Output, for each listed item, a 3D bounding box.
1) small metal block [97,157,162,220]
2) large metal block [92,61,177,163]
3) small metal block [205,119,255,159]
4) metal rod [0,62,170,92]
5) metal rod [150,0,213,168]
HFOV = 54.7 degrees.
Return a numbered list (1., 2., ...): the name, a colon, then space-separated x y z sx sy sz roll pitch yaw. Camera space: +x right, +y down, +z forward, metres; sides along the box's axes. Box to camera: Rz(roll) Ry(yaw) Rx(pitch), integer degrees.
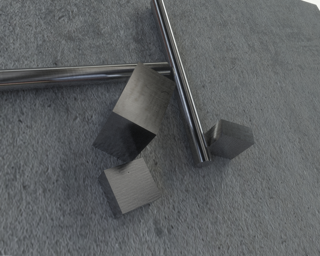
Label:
1. small metal block: -0.034 0.067 0.346 0.050 0.025 0.050 -16 70 -35
2. large metal block: -0.030 -0.016 0.363 0.050 0.080 0.080 29 52 -11
3. small metal block: 0.093 0.017 0.429 0.050 0.050 0.025 15 53 -21
4. metal rod: -0.117 -0.063 0.380 0.303 0.025 0.025 -11 67 -33
5. metal rod: 0.027 -0.084 0.471 0.025 0.025 0.299 1 61 -28
